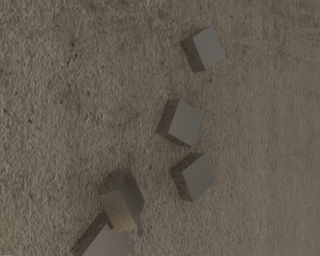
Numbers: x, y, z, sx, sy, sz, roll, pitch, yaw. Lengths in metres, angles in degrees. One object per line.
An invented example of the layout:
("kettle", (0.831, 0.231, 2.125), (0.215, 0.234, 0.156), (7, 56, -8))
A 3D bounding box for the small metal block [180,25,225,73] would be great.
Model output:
("small metal block", (0.063, -0.117, 0.457), (0.050, 0.025, 0.050), (-40, 115, -33))

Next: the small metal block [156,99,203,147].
("small metal block", (0.028, -0.006, 0.428), (0.050, 0.025, 0.050), (31, 71, -36))

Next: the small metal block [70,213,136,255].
("small metal block", (-0.063, 0.135, 0.352), (0.050, 0.025, 0.050), (-51, 120, -27))

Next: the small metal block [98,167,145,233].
("small metal block", (-0.042, 0.081, 0.352), (0.050, 0.025, 0.050), (-73, 143, -68))

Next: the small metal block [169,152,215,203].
("small metal block", (0.047, 0.070, 0.444), (0.050, 0.025, 0.050), (-33, 111, -35))
